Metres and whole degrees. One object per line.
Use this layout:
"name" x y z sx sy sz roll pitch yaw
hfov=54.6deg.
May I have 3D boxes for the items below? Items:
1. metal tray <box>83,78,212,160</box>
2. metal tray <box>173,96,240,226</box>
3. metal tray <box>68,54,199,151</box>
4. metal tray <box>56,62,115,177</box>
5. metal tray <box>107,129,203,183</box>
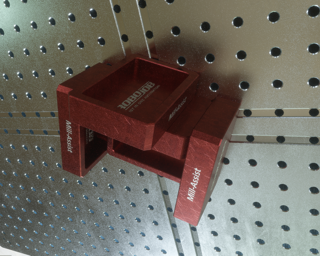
"metal tray" -0.014 -0.020 0.364 0.130 0.090 0.030 20 126 16
"metal tray" 0.055 0.039 0.364 0.030 0.090 0.129 20 126 17
"metal tray" -0.022 -0.036 0.332 0.090 0.131 0.030 20 127 16
"metal tray" -0.091 -0.011 0.411 0.030 0.090 0.129 20 126 16
"metal tray" -0.008 0.016 0.422 0.130 0.030 0.089 20 126 16
